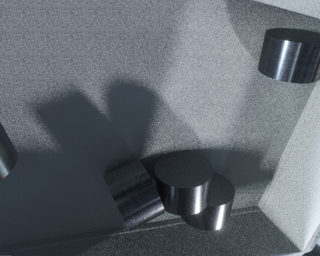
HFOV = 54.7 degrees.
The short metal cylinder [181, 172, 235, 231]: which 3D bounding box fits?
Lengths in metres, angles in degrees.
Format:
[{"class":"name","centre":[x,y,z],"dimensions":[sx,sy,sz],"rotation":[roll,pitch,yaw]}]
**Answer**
[{"class":"short metal cylinder","centre":[0.072,0.111,0.480],"dimensions":[0.081,0.080,0.050],"rotation":[-11,123,-23]}]

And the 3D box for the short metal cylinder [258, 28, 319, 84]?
[{"class":"short metal cylinder","centre":[0.175,-0.097,0.408],"dimensions":[0.081,0.080,0.050],"rotation":[-11,123,-23]}]

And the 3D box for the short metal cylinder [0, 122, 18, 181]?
[{"class":"short metal cylinder","centre":[-0.183,0.021,0.286],"dimensions":[0.081,0.080,0.050],"rotation":[-22,127,-15]}]

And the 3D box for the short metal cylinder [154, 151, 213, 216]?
[{"class":"short metal cylinder","centre":[0.032,0.076,0.438],"dimensions":[0.081,0.080,0.050],"rotation":[-14,124,-21]}]

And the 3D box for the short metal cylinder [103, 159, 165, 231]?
[{"class":"short metal cylinder","centre":[-0.035,0.087,0.408],"dimensions":[0.050,0.080,0.080],"rotation":[-25,128,-13]}]
